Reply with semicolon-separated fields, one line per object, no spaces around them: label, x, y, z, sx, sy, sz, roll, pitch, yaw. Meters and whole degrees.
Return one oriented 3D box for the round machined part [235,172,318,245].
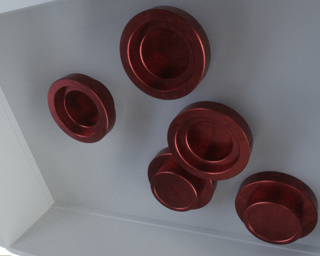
round machined part;0.143;0.106;0.388;0.098;0.042;0.097;13;124;21

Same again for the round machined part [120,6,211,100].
round machined part;0.009;-0.084;0.341;0.098;0.042;0.097;13;124;21

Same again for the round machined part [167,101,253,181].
round machined part;0.062;0.012;0.372;0.098;0.042;0.097;13;124;21

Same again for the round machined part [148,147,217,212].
round machined part;0.026;0.077;0.432;0.098;0.042;0.097;13;124;21

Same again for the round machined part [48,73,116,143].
round machined part;-0.104;-0.031;0.433;0.098;0.042;0.097;13;124;21
